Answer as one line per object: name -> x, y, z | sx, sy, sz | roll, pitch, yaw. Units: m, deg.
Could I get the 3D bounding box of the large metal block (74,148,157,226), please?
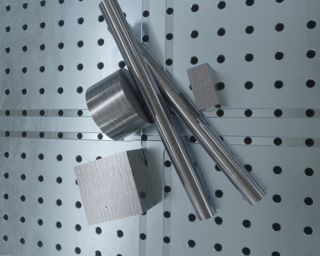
large metal block -> -0.059, 0.078, 0.419 | 0.080, 0.050, 0.080 | -18, 84, 18

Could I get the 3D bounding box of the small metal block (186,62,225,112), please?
small metal block -> 0.057, -0.048, 0.379 | 0.025, 0.050, 0.050 | -17, 85, 19

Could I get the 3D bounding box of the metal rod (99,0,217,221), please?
metal rod -> -0.003, -0.024, 0.393 | 0.025, 0.025, 0.299 | -25, 89, 18

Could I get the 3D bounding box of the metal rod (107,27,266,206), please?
metal rod -> 0.027, -0.030, 0.402 | 0.025, 0.025, 0.300 | -41, 77, 15

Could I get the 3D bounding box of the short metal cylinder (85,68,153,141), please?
short metal cylinder -> -0.049, -0.030, 0.400 | 0.050, 0.080, 0.080 | -28, 81, 17
